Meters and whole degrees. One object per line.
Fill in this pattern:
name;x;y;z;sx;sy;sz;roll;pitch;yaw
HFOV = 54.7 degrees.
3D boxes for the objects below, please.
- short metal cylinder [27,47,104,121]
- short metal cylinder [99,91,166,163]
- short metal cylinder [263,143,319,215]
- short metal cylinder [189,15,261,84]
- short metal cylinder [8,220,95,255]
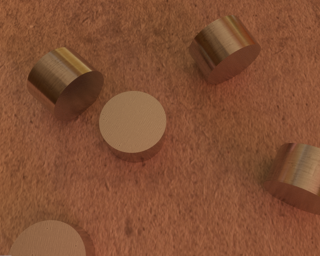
short metal cylinder;-0.120;-0.056;0.398;0.050;0.080;0.080;41;75;13
short metal cylinder;-0.033;0.000;0.395;0.081;0.050;0.080;0;70;0
short metal cylinder;0.169;0.060;0.359;0.080;0.080;0.050;27;72;9
short metal cylinder;0.087;-0.104;0.418;0.080;0.080;0.050;-26;73;-10
short metal cylinder;-0.117;0.144;0.341;0.081;0.050;0.080;0;70;0
